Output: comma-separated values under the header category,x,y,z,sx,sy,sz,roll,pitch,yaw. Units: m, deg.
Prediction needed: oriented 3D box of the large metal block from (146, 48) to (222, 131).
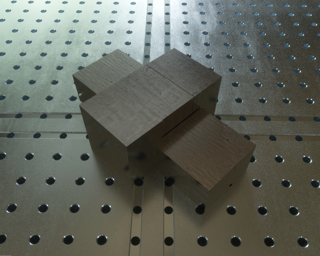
category,x,y,z,sx,sy,sz,roll,pitch,yaw
large metal block,0.029,-0.045,0.411,0.050,0.080,0.080,-37,60,-27

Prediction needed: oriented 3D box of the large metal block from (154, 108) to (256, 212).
category,x,y,z,sx,sy,sz,roll,pitch,yaw
large metal block,0.050,0.034,0.363,0.080,0.050,0.080,-37,60,-26

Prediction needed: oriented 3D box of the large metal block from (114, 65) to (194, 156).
category,x,y,z,sx,sy,sz,roll,pitch,yaw
large metal block,-0.008,-0.019,0.388,0.050,0.080,0.080,-37,60,-27

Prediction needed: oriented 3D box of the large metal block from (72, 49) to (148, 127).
category,x,y,z,sx,sy,sz,roll,pitch,yaw
large metal block,-0.061,-0.056,0.435,0.080,0.050,0.080,37,60,26

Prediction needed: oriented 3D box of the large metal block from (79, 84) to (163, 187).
category,x,y,z,sx,sy,sz,roll,pitch,yaw
large metal block,-0.043,0.009,0.365,0.050,0.080,0.080,-37,60,-27
